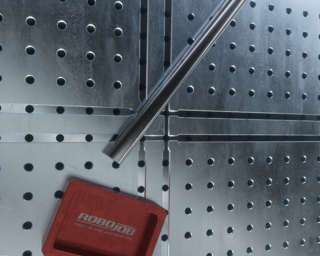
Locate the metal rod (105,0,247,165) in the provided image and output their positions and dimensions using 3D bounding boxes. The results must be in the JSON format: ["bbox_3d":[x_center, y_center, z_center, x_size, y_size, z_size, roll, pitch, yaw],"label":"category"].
[{"bbox_3d":[0.029,-0.077,0.424,0.025,0.025,0.300,41,77,-16],"label":"metal rod"}]

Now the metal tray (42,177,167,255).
[{"bbox_3d":[-0.066,0.124,0.386,0.131,0.030,0.090,23,82,-19],"label":"metal tray"}]
